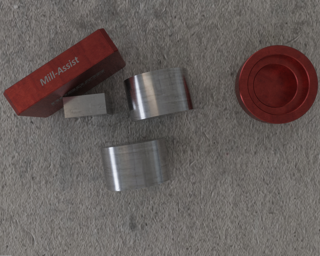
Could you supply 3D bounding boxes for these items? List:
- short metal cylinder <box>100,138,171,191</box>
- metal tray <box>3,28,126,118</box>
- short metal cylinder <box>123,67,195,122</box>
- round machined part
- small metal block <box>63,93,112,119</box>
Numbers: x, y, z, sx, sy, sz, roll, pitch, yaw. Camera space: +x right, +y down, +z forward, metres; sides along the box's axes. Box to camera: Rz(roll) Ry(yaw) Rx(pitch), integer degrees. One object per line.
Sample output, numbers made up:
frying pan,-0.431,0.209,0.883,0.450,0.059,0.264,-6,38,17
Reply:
short metal cylinder,-0.030,0.043,0.382,0.080,0.080,0.050,-9,90,0
metal tray,-0.108,-0.061,0.376,0.130,0.090,0.030,-33,90,0
short metal cylinder,-0.001,-0.040,0.383,0.080,0.080,0.050,-12,90,0
round machined part,0.146,-0.054,0.403,0.099,0.042,0.097,0,90,0
small metal block,-0.090,-0.027,0.397,0.050,0.050,0.025,-6,90,0
